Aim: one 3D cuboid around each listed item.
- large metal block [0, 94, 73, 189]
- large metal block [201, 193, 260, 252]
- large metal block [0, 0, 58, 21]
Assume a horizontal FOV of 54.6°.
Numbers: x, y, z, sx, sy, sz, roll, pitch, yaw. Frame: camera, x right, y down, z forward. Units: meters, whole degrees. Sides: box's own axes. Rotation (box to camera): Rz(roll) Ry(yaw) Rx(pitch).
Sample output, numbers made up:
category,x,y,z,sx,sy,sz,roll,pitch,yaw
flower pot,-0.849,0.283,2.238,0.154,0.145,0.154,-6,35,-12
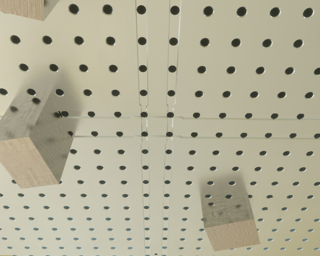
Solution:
category,x,y,z,sx,sy,sz,roll,pitch,yaw
large metal block,-0.156,0.017,0.388,0.050,0.080,0.080,-8,130,7
large metal block,0.122,0.165,0.536,0.080,0.050,0.080,-14,129,12
large metal block,-0.134,-0.149,0.267,0.080,0.050,0.079,11,129,-9
